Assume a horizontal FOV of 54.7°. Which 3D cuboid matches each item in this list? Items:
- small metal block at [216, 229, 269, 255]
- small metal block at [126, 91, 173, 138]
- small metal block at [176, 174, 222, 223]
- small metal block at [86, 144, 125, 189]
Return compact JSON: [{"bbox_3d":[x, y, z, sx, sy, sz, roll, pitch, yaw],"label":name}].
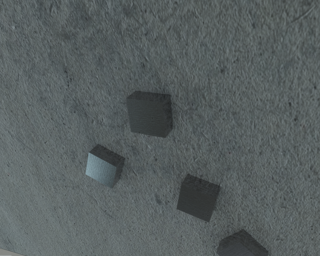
[{"bbox_3d":[0.121,0.183,0.456,0.050,0.025,0.050,42,129,-2],"label":"small metal block"},{"bbox_3d":[-0.013,-0.018,0.402,0.050,0.025,0.050,9,123,23],"label":"small metal block"},{"bbox_3d":[0.055,0.099,0.440,0.050,0.025,0.050,19,126,17],"label":"small metal block"},{"bbox_3d":[-0.087,0.061,0.491,0.050,0.025,0.050,26,128,11],"label":"small metal block"}]
